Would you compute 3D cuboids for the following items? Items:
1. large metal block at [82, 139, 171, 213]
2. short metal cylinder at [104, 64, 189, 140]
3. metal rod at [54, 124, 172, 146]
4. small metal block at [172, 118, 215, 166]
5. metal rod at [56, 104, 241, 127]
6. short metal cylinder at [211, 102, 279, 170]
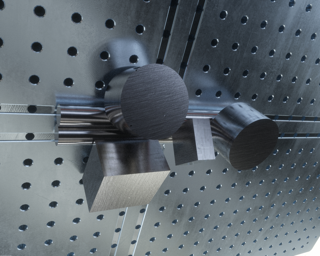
[{"bbox_3d":[-0.045,0.058,0.384,0.081,0.050,0.079,-1,139,-28],"label":"large metal block"},{"bbox_3d":[-0.015,-0.029,0.346,0.081,0.050,0.079,-3,96,-29],"label":"short metal cylinder"},{"bbox_3d":[0.016,0.009,0.421,0.303,0.025,0.025,0,118,-29],"label":"metal rod"},{"bbox_3d":[0.040,0.019,0.388,0.025,0.050,0.050,1,76,-29],"label":"small metal block"},{"bbox_3d":[0.022,-0.013,0.411,0.303,0.025,0.025,0,118,-29],"label":"metal rod"},{"bbox_3d":[0.114,0.011,0.428,0.081,0.050,0.079,-14,124,-21],"label":"short metal cylinder"}]
